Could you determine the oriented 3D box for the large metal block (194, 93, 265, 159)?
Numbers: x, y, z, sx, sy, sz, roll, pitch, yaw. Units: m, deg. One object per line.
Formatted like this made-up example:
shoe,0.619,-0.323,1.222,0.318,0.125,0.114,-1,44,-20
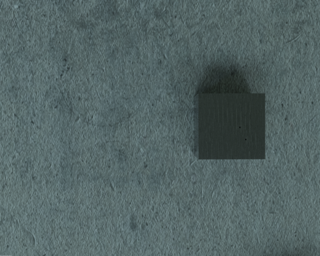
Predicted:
large metal block,0.087,-0.002,0.398,0.081,0.050,0.080,0,90,0
